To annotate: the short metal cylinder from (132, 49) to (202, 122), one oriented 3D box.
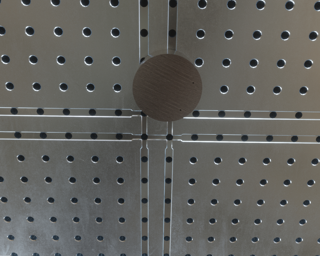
[{"bbox_3d":[0.009,-0.054,0.380,0.080,0.050,0.079,0,110,0],"label":"short metal cylinder"}]
